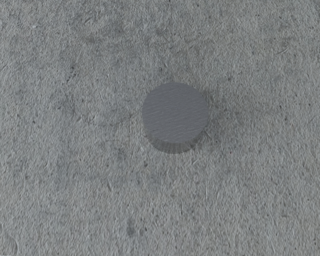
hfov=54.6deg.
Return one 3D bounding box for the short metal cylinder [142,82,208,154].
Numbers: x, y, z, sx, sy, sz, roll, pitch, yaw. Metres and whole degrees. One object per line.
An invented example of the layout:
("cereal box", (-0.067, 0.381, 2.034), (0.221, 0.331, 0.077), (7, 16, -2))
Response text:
("short metal cylinder", (0.018, -0.012, 0.399), (0.080, 0.050, 0.080), (0, 70, 0))
